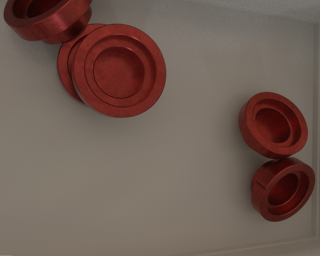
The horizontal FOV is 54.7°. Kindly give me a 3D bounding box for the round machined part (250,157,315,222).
[{"bbox_3d":[0.174,0.085,0.456,0.099,0.042,0.097,-10,117,-20],"label":"round machined part"}]

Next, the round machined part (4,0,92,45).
[{"bbox_3d":[-0.115,-0.131,0.340,0.098,0.098,0.042,-52,146,-13],"label":"round machined part"}]

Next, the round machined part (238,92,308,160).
[{"bbox_3d":[0.158,0.000,0.449,0.099,0.042,0.098,7,63,-14],"label":"round machined part"}]

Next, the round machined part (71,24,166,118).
[{"bbox_3d":[-0.046,-0.060,0.340,0.099,0.042,0.097,0,90,-21],"label":"round machined part"}]

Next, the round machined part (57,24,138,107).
[{"bbox_3d":[-0.074,-0.071,0.375,0.099,0.042,0.097,0,90,-21],"label":"round machined part"}]
